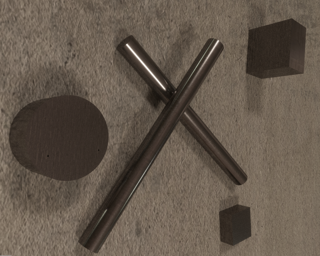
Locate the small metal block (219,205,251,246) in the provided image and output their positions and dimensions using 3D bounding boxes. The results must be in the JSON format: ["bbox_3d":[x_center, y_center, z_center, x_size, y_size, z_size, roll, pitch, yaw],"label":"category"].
[{"bbox_3d":[0.125,0.159,0.513,0.050,0.025,0.050,-6,94,-40],"label":"small metal block"}]

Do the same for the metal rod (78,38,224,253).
[{"bbox_3d":[-0.002,0.009,0.381,0.025,0.025,0.300,42,72,-32],"label":"metal rod"}]

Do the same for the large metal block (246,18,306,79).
[{"bbox_3d":[0.202,-0.135,0.541,0.050,0.080,0.080,8,85,-40],"label":"large metal block"}]

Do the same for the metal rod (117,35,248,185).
[{"bbox_3d":[0.047,-0.008,0.446,0.300,0.025,0.025,47,62,-30],"label":"metal rod"}]

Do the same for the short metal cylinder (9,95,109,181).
[{"bbox_3d":[-0.099,0.009,0.307,0.081,0.050,0.079,0,90,-40],"label":"short metal cylinder"}]
